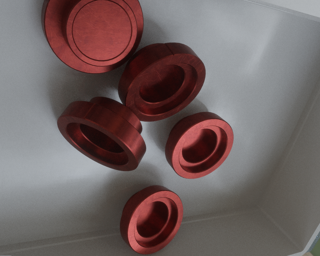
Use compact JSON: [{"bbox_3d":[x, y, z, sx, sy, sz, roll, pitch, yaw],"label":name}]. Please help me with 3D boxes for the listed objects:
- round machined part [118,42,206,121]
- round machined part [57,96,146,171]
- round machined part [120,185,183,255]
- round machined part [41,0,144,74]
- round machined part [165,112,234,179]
[{"bbox_3d":[-0.002,-0.056,0.349,0.099,0.042,0.098,-22,147,-15],"label":"round machined part"},{"bbox_3d":[-0.059,0.003,0.343,0.098,0.098,0.042,56,50,-39],"label":"round machined part"},{"bbox_3d":[-0.017,0.130,0.457,0.099,0.042,0.097,-11,109,-35],"label":"round machined part"},{"bbox_3d":[-0.061,-0.099,0.303,0.099,0.042,0.097,-14,124,-21],"label":"round machined part"},{"bbox_3d":[0.051,0.020,0.438,0.099,0.042,0.097,-14,124,-21],"label":"round machined part"}]
